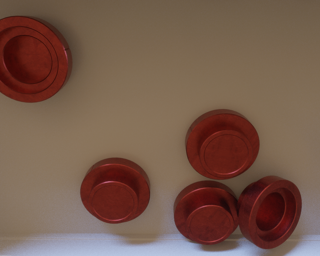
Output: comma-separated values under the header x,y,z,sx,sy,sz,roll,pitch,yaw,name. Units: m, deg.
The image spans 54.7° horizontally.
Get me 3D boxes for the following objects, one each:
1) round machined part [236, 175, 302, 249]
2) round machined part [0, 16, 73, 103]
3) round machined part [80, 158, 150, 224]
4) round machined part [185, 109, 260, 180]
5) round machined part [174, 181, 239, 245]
x,y,z,sx,sy,sz,roll,pitch,yaw,name
0.147,0.113,0.432,0.099,0.042,0.097,-6,102,-27,round machined part
-0.154,-0.083,0.370,0.099,0.042,0.097,0,110,-1,round machined part
-0.063,0.094,0.436,0.099,0.042,0.097,0,110,-1,round machined part
0.084,0.027,0.414,0.099,0.042,0.097,0,110,-1,round machined part
0.070,0.130,0.451,0.099,0.042,0.097,0,110,-1,round machined part
